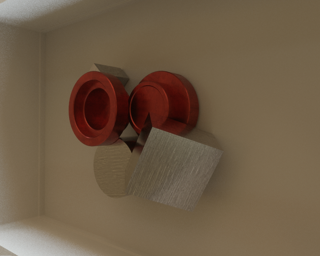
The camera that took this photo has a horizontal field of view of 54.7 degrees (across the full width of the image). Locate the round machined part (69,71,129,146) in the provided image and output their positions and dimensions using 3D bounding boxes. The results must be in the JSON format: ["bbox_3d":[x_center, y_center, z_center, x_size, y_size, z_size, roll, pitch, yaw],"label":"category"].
[{"bbox_3d":[-0.076,-0.025,0.416,0.098,0.042,0.097,0,90,39],"label":"round machined part"}]

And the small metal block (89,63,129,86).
[{"bbox_3d":[-0.082,-0.064,0.453,0.025,0.050,0.050,52,120,27],"label":"small metal block"}]

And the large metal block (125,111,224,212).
[{"bbox_3d":[0.012,0.038,0.348,0.050,0.080,0.079,-106,37,-68],"label":"large metal block"}]

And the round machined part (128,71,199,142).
[{"bbox_3d":[-0.003,-0.024,0.392,0.098,0.042,0.097,0,90,39],"label":"round machined part"}]

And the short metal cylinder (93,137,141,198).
[{"bbox_3d":[-0.045,0.051,0.424,0.080,0.050,0.079,0,90,39],"label":"short metal cylinder"}]
